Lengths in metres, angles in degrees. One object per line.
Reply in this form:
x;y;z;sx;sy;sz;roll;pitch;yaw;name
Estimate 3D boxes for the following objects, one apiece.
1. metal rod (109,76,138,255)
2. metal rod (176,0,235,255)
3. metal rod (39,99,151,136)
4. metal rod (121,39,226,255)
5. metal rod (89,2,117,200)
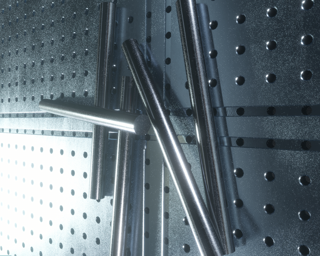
-0.054;0.076;0.451;0.025;0.025;0.298;8;95;39;metal rod
0.052;-0.008;0.365;0.025;0.025;0.298;-13;82;39;metal rod
-0.118;-0.023;0.473;0.300;0.025;0.025;11;98;48;metal rod
0.007;0.009;0.383;0.025;0.025;0.299;-38;62;33;metal rod
-0.089;-0.039;0.480;0.025;0.025;0.298;7;94;39;metal rod
